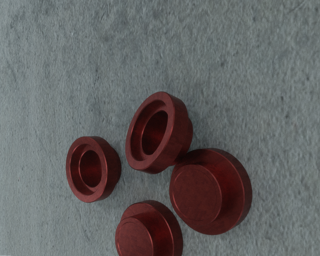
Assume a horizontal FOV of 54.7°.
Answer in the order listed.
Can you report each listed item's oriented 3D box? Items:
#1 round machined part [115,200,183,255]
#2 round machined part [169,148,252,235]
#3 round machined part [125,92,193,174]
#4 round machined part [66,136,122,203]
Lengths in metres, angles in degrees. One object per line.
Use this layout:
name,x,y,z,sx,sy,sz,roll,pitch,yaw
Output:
round machined part,-0.021,0.148,0.410,0.098,0.042,0.097,0,90,39
round machined part,0.049,0.072,0.352,0.098,0.042,0.097,0,90,39
round machined part,0.002,0.009,0.375,0.098,0.042,0.098,-34,45,42
round machined part,-0.097,0.061,0.471,0.098,0.042,0.097,0,90,39
